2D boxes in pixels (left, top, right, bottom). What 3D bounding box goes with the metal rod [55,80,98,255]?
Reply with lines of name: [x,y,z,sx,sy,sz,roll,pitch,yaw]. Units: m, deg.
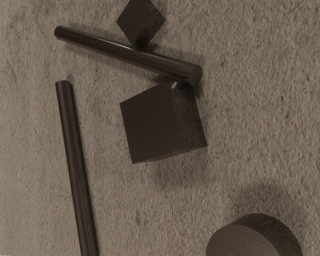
metal rod: [-0.141,0.065,0.518,0.025,0.025,0.298,-19,78,38]

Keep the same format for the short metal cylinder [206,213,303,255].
short metal cylinder: [0.094,0.131,0.310,0.080,0.050,0.079,0,90,39]

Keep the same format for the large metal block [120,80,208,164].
large metal block: [0.003,-0.005,0.385,0.080,0.050,0.080,-21,77,38]

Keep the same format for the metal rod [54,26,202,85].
metal rod: [-0.066,-0.115,0.456,0.300,0.025,0.025,26,106,36]

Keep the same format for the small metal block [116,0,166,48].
small metal block: [-0.027,-0.147,0.425,0.050,0.025,0.050,-48,62,29]
